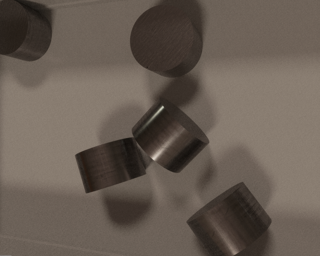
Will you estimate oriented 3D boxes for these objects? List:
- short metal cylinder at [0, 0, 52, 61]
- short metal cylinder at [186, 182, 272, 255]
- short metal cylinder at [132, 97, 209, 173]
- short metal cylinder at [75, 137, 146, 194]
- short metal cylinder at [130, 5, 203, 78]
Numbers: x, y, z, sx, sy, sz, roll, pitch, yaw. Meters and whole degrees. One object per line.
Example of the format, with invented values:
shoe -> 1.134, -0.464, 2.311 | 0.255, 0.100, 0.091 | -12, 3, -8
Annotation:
short metal cylinder -> -0.214, -0.146, 0.471 | 0.080, 0.050, 0.079 | 0, 90, 19
short metal cylinder -> 0.078, 0.105, 0.354 | 0.080, 0.080, 0.050 | -39, 78, 15
short metal cylinder -> 0.013, 0.008, 0.376 | 0.080, 0.080, 0.050 | 46, 104, 14
short metal cylinder -> -0.064, 0.048, 0.403 | 0.080, 0.080, 0.050 | -20, 84, 18
short metal cylinder -> 0.009, -0.107, 0.393 | 0.080, 0.050, 0.079 | 0, 90, 19
